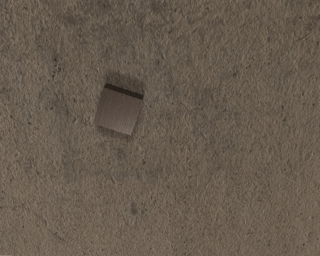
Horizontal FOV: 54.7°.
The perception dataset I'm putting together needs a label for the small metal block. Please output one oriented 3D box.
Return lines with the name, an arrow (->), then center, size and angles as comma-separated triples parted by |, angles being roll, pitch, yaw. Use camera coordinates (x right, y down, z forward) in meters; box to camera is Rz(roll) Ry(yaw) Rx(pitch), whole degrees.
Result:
small metal block -> -0.053, -0.024, 0.400 | 0.050, 0.025, 0.050 | 18, 109, -7
